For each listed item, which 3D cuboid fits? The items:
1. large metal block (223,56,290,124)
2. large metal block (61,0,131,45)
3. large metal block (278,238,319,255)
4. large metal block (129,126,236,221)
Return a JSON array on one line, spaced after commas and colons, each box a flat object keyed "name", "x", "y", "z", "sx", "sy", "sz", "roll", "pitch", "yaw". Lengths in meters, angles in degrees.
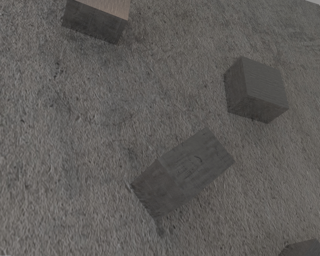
[{"name": "large metal block", "x": 0.156, "y": -0.062, "z": 0.509, "sx": 0.081, "sy": 0.050, "sz": 0.080, "roll": 14, "pitch": 56, "yaw": -20}, {"name": "large metal block", "x": -0.089, "y": -0.178, "z": 0.448, "sx": 0.081, "sy": 0.050, "sz": 0.080, "roll": 15, "pitch": 56, "yaw": -20}, {"name": "large metal block", "x": 0.173, "y": 0.192, "z": 0.364, "sx": 0.081, "sy": 0.050, "sz": 0.080, "roll": -27, "pitch": 77, "yaw": -37}, {"name": "large metal block", "x": 0.023, "y": 0.052, "z": 0.349, "sx": 0.081, "sy": 0.080, "sz": 0.050, "roll": -30, "pitch": 79, "yaw": -38}]
